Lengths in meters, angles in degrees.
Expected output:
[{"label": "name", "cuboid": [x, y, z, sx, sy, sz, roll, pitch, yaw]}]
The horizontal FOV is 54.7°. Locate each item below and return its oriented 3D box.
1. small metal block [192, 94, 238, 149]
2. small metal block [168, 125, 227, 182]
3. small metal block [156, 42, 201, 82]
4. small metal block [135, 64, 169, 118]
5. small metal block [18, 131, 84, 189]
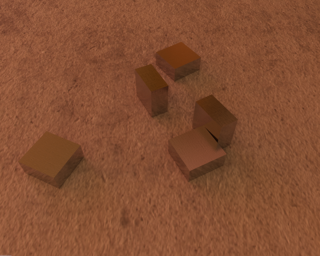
[{"label": "small metal block", "cuboid": [0.068, -0.005, 0.392, 0.025, 0.050, 0.050, -25, 55, -20]}, {"label": "small metal block", "cuboid": [0.044, 0.030, 0.378, 0.050, 0.025, 0.050, -22, 54, -18]}, {"label": "small metal block", "cuboid": [0.029, -0.107, 0.493, 0.050, 0.025, 0.050, -28, 56, -22]}, {"label": "small metal block", "cuboid": [-0.012, -0.052, 0.430, 0.025, 0.050, 0.050, -22, 54, -17]}, {"label": "small metal block", "cuboid": [-0.128, 0.037, 0.370, 0.050, 0.025, 0.050, 20, 53, 16]}]
